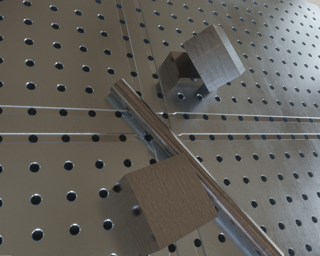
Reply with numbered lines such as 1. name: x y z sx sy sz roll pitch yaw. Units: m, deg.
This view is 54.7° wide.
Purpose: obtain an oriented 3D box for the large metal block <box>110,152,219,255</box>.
1. large metal block: 0.004 0.083 0.344 0.081 0.050 0.080 -17 71 -35

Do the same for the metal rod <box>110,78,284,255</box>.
1. metal rod: 0.044 0.053 0.398 0.300 0.025 0.025 48 51 5

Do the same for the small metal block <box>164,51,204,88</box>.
1. small metal block: 0.040 -0.091 0.485 0.050 0.025 0.050 -4 64 -30

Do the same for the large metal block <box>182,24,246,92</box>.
1. large metal block: 0.085 -0.107 0.472 0.080 0.050 0.080 60 25 -4
